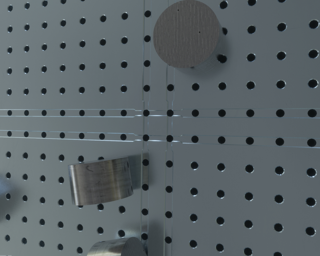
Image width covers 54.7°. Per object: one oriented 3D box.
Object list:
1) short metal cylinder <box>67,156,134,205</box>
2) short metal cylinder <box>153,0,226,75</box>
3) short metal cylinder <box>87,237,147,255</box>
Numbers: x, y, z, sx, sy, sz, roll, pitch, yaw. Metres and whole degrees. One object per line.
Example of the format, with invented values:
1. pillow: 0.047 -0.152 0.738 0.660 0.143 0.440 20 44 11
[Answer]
1. short metal cylinder: -0.078 0.068 0.411 0.080 0.080 0.050 -9 87 20
2. short metal cylinder: 0.038 -0.110 0.386 0.080 0.050 0.079 0 90 20
3. short metal cylinder: -0.054 0.187 0.402 0.050 0.080 0.080 -15 85 19
